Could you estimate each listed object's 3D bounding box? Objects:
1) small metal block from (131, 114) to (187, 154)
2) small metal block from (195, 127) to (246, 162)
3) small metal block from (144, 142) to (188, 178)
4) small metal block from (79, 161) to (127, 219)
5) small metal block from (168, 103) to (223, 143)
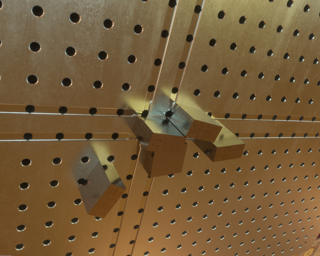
[{"bbox_3d":[-0.002,0.007,0.400,0.050,0.050,0.025,9,114,-33],"label":"small metal block"},{"bbox_3d":[0.089,0.023,0.460,0.050,0.050,0.025,-5,121,-26],"label":"small metal block"},{"bbox_3d":[0.007,0.040,0.442,0.050,0.025,0.050,-6,121,-26],"label":"small metal block"},{"bbox_3d":[-0.076,0.080,0.404,0.025,0.050,0.050,30,101,-38],"label":"small metal block"},{"bbox_3d":[0.047,-0.007,0.418,0.050,0.050,0.025,13,112,-34],"label":"small metal block"}]
